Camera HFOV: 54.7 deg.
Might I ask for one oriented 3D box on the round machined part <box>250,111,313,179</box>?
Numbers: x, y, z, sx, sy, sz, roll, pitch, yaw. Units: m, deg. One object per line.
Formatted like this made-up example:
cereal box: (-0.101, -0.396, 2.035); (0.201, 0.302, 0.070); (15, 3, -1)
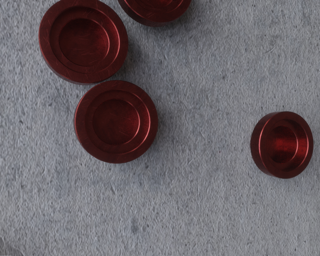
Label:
round machined part: (0.176, 0.024, 0.465); (0.099, 0.042, 0.097); (0, 90, -20)

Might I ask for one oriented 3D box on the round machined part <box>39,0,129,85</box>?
round machined part: (-0.090, -0.099, 0.366); (0.099, 0.042, 0.097); (0, 90, -20)

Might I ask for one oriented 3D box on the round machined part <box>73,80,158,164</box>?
round machined part: (-0.055, -0.007, 0.379); (0.099, 0.042, 0.097); (0, 90, -20)

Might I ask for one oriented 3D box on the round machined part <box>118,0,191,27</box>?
round machined part: (-0.011, -0.178, 0.396); (0.099, 0.042, 0.097); (0, 90, -20)
